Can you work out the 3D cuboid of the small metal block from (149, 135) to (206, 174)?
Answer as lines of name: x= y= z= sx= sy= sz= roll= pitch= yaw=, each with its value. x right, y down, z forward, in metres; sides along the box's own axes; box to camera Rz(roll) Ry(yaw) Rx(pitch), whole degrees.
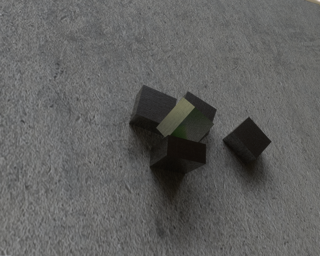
small metal block: x=0.021 y=0.034 z=0.376 sx=0.050 sy=0.050 sz=0.025 roll=14 pitch=63 yaw=-20

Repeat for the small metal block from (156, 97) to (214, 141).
small metal block: x=0.032 y=-0.003 z=0.388 sx=0.050 sy=0.050 sz=0.025 roll=35 pitch=9 yaw=-46

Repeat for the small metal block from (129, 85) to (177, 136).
small metal block: x=-0.008 y=-0.023 z=0.413 sx=0.050 sy=0.025 sz=0.050 roll=22 pitch=53 yaw=-15

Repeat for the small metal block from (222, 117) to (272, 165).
small metal block: x=0.130 y=0.019 z=0.462 sx=0.050 sy=0.025 sz=0.050 roll=-35 pitch=82 yaw=-38

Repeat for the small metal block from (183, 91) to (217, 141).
small metal block: x=0.047 y=-0.016 z=0.439 sx=0.050 sy=0.025 sz=0.050 roll=32 pitch=52 yaw=-8
